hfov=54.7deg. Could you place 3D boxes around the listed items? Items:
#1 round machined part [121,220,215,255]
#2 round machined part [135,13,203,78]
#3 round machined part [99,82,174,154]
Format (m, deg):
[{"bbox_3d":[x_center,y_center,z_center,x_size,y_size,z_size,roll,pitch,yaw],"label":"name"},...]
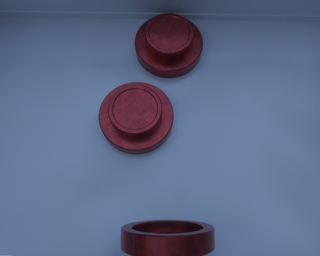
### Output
[{"bbox_3d":[0.008,0.126,0.326,0.099,0.098,0.042,0,82,-1],"label":"round machined part"},{"bbox_3d":[0.013,-0.125,0.447,0.099,0.042,0.098,0,70,-1],"label":"round machined part"},{"bbox_3d":[-0.031,-0.018,0.407,0.099,0.042,0.098,0,70,-1],"label":"round machined part"}]
